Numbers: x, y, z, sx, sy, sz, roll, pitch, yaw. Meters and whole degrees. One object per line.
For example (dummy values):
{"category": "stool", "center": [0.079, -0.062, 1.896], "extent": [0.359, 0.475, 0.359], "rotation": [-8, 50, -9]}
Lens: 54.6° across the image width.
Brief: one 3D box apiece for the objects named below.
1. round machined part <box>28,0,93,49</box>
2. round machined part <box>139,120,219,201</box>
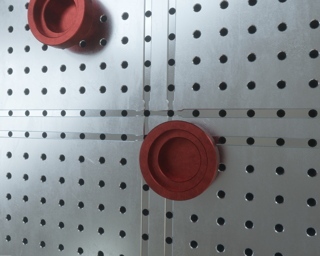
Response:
{"category": "round machined part", "center": [-0.140, -0.164, 0.454], "extent": [0.098, 0.042, 0.097], "rotation": [0, 90, 20]}
{"category": "round machined part", "center": [0.027, 0.039, 0.394], "extent": [0.098, 0.042, 0.097], "rotation": [0, 90, 20]}
